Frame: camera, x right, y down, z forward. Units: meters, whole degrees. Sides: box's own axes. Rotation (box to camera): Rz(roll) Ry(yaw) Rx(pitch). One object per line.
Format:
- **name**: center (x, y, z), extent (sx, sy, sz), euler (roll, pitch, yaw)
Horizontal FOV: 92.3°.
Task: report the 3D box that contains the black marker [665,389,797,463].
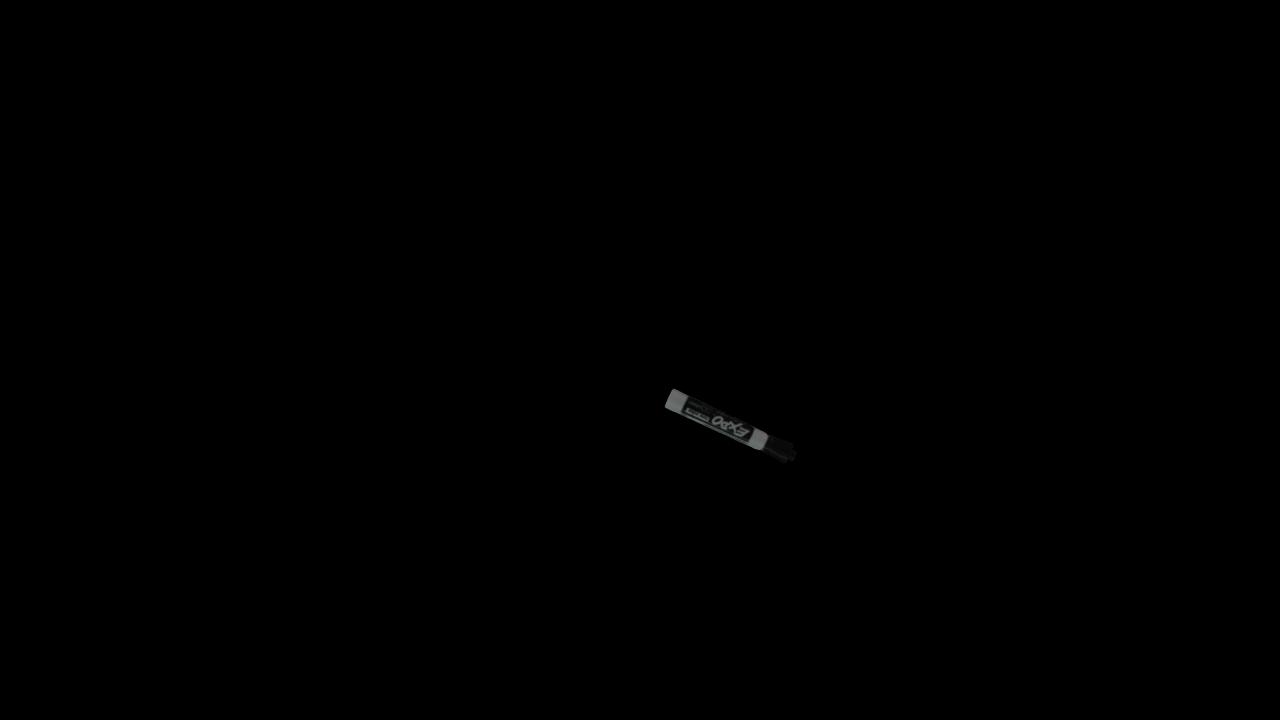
- **black marker**: center (0.080, 0.059, 0.540), extent (0.121, 0.020, 0.020), euler (25, 3, 7)
